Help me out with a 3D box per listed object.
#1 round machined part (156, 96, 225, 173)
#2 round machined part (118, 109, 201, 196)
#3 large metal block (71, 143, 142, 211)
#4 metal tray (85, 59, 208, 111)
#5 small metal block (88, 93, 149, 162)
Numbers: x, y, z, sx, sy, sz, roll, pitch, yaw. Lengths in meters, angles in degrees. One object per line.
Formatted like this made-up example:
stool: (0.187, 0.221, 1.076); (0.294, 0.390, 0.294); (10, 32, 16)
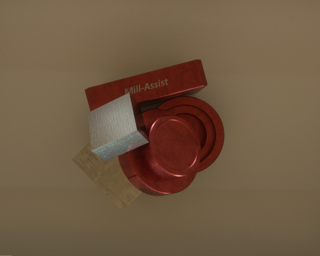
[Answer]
round machined part: (0.031, 0.009, 0.403); (0.099, 0.042, 0.097); (0, 90, -1)
round machined part: (0.006, 0.024, 0.344); (0.099, 0.042, 0.098); (14, 65, -31)
large metal block: (-0.052, 0.046, 0.382); (0.050, 0.080, 0.080); (-44, 91, 0)
metal tray: (-0.015, -0.045, 0.377); (0.131, 0.090, 0.030); (-15, 91, -1)
small metal block: (-0.044, -0.001, 0.317); (0.050, 0.025, 0.050); (-24, 51, 12)
